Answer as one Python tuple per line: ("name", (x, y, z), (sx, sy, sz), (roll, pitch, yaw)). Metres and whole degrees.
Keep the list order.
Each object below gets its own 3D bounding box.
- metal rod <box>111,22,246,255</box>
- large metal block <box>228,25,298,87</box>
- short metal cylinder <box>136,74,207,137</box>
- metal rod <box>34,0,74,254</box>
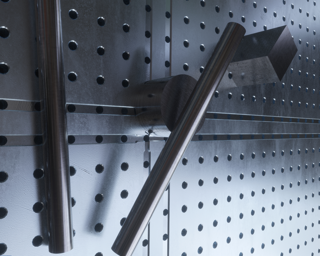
("metal rod", (0.026, 0.008, 0.365), (0.025, 0.025, 0.299), (33, 81, -35))
("large metal block", (0.167, -0.117, 0.513), (0.050, 0.080, 0.080), (52, 60, -28))
("short metal cylinder", (0.016, -0.027, 0.406), (0.081, 0.050, 0.079), (0, 90, -40))
("metal rod", (-0.109, -0.023, 0.317), (0.025, 0.025, 0.298), (-4, 93, -40))
